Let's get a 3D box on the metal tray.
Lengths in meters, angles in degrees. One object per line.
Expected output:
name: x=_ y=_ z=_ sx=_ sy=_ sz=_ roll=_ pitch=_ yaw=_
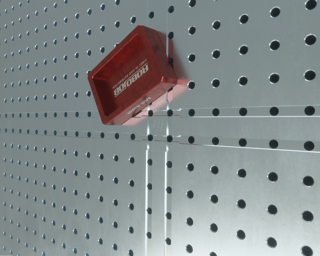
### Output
metal tray: x=-0.045 y=-0.071 z=0.444 sx=0.130 sy=0.030 sz=0.090 roll=-33 pitch=70 yaw=35
